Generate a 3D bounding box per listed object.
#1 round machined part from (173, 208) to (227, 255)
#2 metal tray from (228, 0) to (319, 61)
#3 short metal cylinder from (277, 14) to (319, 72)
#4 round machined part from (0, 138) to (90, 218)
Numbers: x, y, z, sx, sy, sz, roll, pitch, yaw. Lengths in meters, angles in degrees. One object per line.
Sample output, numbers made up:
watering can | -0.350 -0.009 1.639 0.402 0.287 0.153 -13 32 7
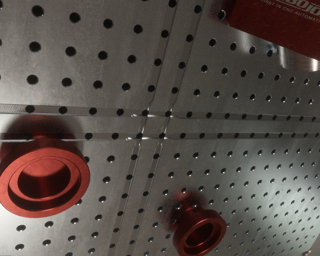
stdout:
round machined part | 0.066 0.182 0.551 0.099 0.042 0.097 -14 125 -21
metal tray | 0.157 -0.140 0.358 0.130 0.030 0.089 24 111 6
short metal cylinder | 0.198 -0.118 0.413 0.080 0.080 0.050 -29 129 -10
round machined part | -0.135 0.053 0.360 0.099 0.042 0.097 -14 125 -21
